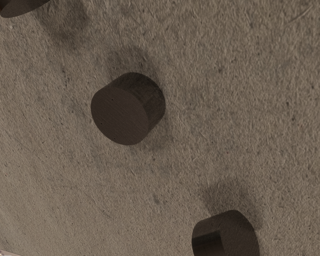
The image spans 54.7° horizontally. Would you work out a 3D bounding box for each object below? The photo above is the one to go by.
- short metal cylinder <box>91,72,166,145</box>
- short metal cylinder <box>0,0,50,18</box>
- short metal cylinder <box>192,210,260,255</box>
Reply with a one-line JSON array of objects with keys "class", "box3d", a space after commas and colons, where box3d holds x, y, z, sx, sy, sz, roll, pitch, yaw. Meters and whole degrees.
[{"class": "short metal cylinder", "box3d": [-0.040, -0.025, 0.395, 0.080, 0.050, 0.079, 13, 124, 20]}, {"class": "short metal cylinder", "box3d": [-0.157, -0.167, 0.349, 0.080, 0.080, 0.050, -19, 108, 35]}, {"class": "short metal cylinder", "box3d": [0.090, 0.158, 0.421, 0.050, 0.080, 0.080, -35, 99, 38]}]
